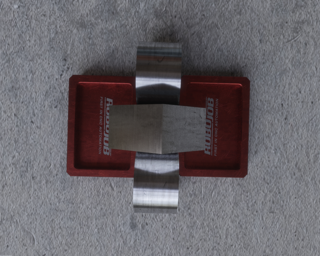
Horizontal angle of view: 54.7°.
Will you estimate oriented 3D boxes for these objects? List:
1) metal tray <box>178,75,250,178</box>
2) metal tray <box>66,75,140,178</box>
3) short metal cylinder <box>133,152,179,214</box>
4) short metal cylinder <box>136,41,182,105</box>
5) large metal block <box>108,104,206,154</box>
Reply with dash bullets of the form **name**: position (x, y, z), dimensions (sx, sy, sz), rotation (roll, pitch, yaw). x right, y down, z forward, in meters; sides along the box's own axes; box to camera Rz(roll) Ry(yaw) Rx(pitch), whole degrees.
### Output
- **metal tray**: position (0.068, -0.002, 0.409), dimensions (0.091, 0.030, 0.129), rotation (2, 90, 0)
- **metal tray**: position (-0.072, -0.002, 0.408), dimensions (0.091, 0.030, 0.129), rotation (2, 90, 0)
- **short metal cylinder**: position (-0.004, 0.065, 0.383), dimensions (0.050, 0.080, 0.079), rotation (2, 90, 0)
- **short metal cylinder**: position (-0.001, -0.065, 0.383), dimensions (0.050, 0.080, 0.079), rotation (2, 90, 0)
- **large metal block**: position (-0.002, 0.000, 0.363), dimensions (0.080, 0.081, 0.050), rotation (2, 91, 40)
